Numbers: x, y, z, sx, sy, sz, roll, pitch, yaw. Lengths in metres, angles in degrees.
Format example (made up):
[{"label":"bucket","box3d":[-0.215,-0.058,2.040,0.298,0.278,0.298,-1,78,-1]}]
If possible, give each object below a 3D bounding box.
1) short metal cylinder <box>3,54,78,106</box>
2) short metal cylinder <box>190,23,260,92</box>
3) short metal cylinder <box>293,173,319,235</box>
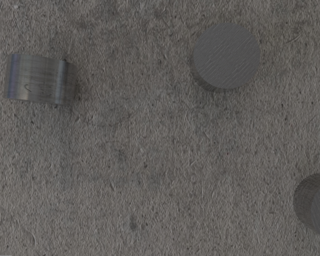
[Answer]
[{"label":"short metal cylinder","box3d":[-0.146,-0.056,0.381,0.080,0.080,0.050,6,90,0]},{"label":"short metal cylinder","box3d":[0.081,-0.087,0.398,0.081,0.050,0.080,0,90,0]},{"label":"short metal cylinder","box3d":[0.222,0.101,0.399,0.081,0.050,0.080,0,90,0]}]
